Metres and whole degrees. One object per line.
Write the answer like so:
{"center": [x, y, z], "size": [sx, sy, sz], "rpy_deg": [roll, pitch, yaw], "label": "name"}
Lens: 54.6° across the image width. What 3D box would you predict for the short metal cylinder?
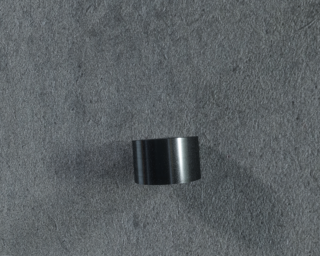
{"center": [0.008, 0.038, 0.377], "size": [0.080, 0.080, 0.050], "rpy_deg": [-4, 89, 20], "label": "short metal cylinder"}
